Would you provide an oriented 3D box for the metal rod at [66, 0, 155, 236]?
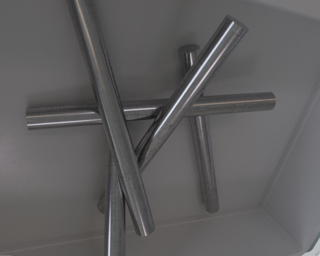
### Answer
[{"bbox_3d":[-0.049,-0.011,0.329,0.025,0.025,0.298,-20,112,-17],"label":"metal rod"}]

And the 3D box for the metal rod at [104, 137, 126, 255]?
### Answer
[{"bbox_3d":[-0.054,0.145,0.366,0.025,0.025,0.298,3,83,-30],"label":"metal rod"}]

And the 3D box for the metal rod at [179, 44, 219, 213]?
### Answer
[{"bbox_3d":[0.063,0.023,0.456,0.025,0.025,0.298,-24,127,-14],"label":"metal rod"}]

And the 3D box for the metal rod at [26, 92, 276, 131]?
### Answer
[{"bbox_3d":[0.004,-0.023,0.372,0.302,0.025,0.025,-5,121,-17],"label":"metal rod"}]

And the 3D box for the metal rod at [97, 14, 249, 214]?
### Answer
[{"bbox_3d":[-0.003,0.007,0.361,0.025,0.025,0.298,12,128,-34],"label":"metal rod"}]
